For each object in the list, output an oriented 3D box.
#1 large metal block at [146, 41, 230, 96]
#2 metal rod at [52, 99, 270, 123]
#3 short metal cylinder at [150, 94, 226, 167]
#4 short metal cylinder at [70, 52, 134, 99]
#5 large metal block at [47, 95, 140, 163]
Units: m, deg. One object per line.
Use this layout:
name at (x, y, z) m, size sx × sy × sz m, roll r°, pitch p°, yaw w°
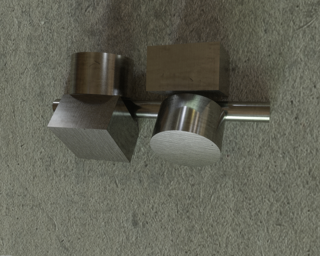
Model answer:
large metal block at (0.037, -0.065, 0.367) m, size 0.080 × 0.080 × 0.050 m, roll 2°, pitch 91°, yaw 20°
metal rod at (-0.012, -0.025, 0.416) m, size 0.301 × 0.025 × 0.025 m, roll 3°, pitch 91°, yaw 19°
short metal cylinder at (0.033, 0.005, 0.363) m, size 0.080 × 0.080 × 0.050 m, roll 2°, pitch 56°, yaw 20°
short metal cylinder at (-0.076, -0.066, 0.407) m, size 0.080 × 0.080 × 0.050 m, roll 4°, pitch 92°, yaw 20°
large metal block at (-0.082, 0.002, 0.403) m, size 0.080 × 0.080 × 0.050 m, roll 3°, pitch 57°, yaw 19°
